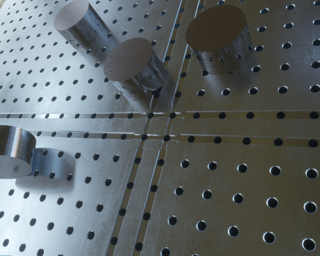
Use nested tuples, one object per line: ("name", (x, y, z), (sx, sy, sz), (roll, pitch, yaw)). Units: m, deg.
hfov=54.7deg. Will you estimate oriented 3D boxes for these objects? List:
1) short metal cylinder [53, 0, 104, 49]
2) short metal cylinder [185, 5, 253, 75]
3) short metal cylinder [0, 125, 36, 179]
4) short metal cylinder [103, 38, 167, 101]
("short metal cylinder", (-0.156, -0.201, 0.598), (0.080, 0.050, 0.080), (-13, 56, 21))
("short metal cylinder", (0.081, -0.119, 0.423), (0.080, 0.050, 0.080), (-13, 56, 21))
("short metal cylinder", (-0.235, 0.038, 0.473), (0.080, 0.080, 0.050), (-18, 55, 18))
("short metal cylinder", (-0.037, -0.088, 0.466), (0.080, 0.050, 0.080), (-13, 56, 21))
